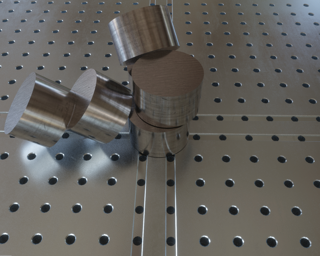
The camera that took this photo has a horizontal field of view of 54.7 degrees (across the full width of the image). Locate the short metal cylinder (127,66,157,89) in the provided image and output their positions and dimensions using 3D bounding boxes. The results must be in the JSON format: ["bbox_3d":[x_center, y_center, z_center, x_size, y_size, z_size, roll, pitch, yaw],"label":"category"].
[{"bbox_3d":[-0.005,-0.071,0.450,0.081,0.050,0.080,0,50,0],"label":"short metal cylinder"}]

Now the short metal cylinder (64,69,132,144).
[{"bbox_3d":[-0.079,-0.026,0.384,0.050,0.080,0.080,26,39,-35],"label":"short metal cylinder"}]

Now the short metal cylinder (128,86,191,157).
[{"bbox_3d":[-0.001,-0.009,0.398,0.081,0.050,0.080,0,50,0],"label":"short metal cylinder"}]

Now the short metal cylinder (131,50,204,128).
[{"bbox_3d":[0.009,-0.047,0.363,0.081,0.050,0.080,0,50,0],"label":"short metal cylinder"}]

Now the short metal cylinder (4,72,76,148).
[{"bbox_3d":[-0.147,-0.021,0.380,0.050,0.080,0.080,26,39,-35],"label":"short metal cylinder"}]

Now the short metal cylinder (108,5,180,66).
[{"bbox_3d":[-0.020,-0.116,0.395,0.081,0.080,0.050,-19,96,-15],"label":"short metal cylinder"}]
